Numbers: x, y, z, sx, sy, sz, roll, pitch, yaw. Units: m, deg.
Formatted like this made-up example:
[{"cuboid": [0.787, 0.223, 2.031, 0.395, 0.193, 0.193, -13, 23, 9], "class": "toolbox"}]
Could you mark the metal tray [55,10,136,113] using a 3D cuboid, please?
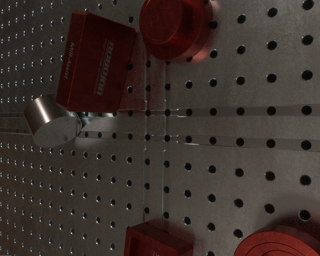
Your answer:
[{"cuboid": [-0.089, -0.088, 0.437, 0.030, 0.091, 0.129, 24, 105, 37], "class": "metal tray"}]

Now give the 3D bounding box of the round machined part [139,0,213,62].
[{"cuboid": [0.012, -0.134, 0.386, 0.098, 0.042, 0.097, 0, 90, 39], "class": "round machined part"}]

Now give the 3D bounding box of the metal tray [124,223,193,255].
[{"cuboid": [-0.009, 0.204, 0.411, 0.090, 0.030, 0.129, 10, 97, 39], "class": "metal tray"}]

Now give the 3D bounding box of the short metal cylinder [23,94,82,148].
[{"cuboid": [-0.179, -0.012, 0.518, 0.080, 0.081, 0.050, -48, 62, 29], "class": "short metal cylinder"}]

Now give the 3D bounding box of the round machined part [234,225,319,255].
[{"cuboid": [0.123, 0.143, 0.296, 0.098, 0.042, 0.097, 0, 90, 39], "class": "round machined part"}]
